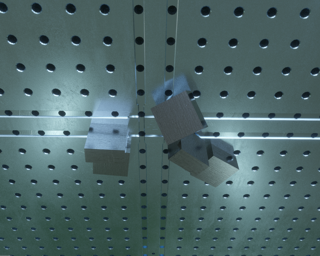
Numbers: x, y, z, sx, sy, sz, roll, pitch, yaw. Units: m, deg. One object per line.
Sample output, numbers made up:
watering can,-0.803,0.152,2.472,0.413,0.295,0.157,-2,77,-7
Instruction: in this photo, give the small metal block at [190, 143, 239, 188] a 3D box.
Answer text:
small metal block,0.080,0.057,0.461,0.050,0.025,0.050,29,124,-23

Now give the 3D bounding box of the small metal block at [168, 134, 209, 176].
small metal block,0.038,0.029,0.421,0.050,0.050,0.025,33,123,-25

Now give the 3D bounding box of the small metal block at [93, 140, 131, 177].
small metal block,-0.069,0.042,0.447,0.050,0.025,0.050,6,130,-5

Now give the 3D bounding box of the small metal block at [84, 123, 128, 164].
small metal block,-0.070,0.020,0.411,0.050,0.050,0.025,3,130,-3

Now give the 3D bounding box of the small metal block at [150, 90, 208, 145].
small metal block,0.024,-0.013,0.384,0.050,0.025,0.050,-26,85,20
